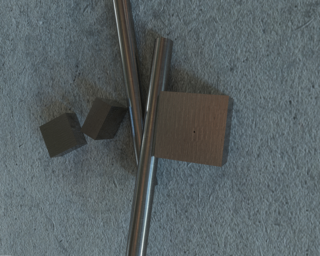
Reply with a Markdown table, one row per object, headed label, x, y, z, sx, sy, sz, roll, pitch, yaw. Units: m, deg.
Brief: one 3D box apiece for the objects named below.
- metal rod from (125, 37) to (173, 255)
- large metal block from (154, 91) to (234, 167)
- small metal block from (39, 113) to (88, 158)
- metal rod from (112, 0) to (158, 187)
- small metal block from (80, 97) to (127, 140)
| label | x | y | z | sx | sy | sz | roll | pitch | yaw |
| --- | --- | --- | --- | --- | --- | --- | --- | --- | --- |
| metal rod | -0.014 | 0.033 | 0.390 | 0.025 | 0.025 | 0.298 | 5 | 83 | 19 |
| large metal block | 0.043 | -0.001 | 0.380 | 0.080 | 0.050 | 0.079 | 6 | 92 | 19 |
| small metal block | -0.143 | 0.011 | 0.458 | 0.050 | 0.025 | 0.050 | -25 | 82 | 18 |
| metal rod | -0.038 | -0.070 | 0.421 | 0.025 | 0.025 | 0.298 | -10 | 87 | 19 |
| small metal block | -0.074 | -0.012 | 0.421 | 0.025 | 0.050 | 0.050 | 30 | 100 | 17 |
